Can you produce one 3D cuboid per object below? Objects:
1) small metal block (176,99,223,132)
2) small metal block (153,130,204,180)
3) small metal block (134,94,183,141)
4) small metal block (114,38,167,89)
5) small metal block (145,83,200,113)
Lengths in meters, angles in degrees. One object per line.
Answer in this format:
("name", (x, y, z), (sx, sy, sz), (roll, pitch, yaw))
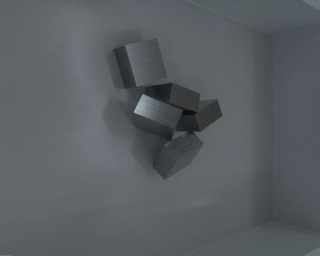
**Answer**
("small metal block", (0.049, -0.017, 0.432), (0.050, 0.050, 0.025), (-33, 111, -35))
("small metal block", (0.024, 0.036, 0.407), (0.050, 0.050, 0.025), (-26, 64, -37))
("small metal block", (-0.003, -0.011, 0.374), (0.050, 0.050, 0.025), (22, 71, 5))
("small metal block", (-0.024, -0.080, 0.386), (0.050, 0.025, 0.050), (-25, 106, -37))
("small metal block", (0.015, -0.037, 0.403), (0.050, 0.050, 0.025), (15, 81, -39))
